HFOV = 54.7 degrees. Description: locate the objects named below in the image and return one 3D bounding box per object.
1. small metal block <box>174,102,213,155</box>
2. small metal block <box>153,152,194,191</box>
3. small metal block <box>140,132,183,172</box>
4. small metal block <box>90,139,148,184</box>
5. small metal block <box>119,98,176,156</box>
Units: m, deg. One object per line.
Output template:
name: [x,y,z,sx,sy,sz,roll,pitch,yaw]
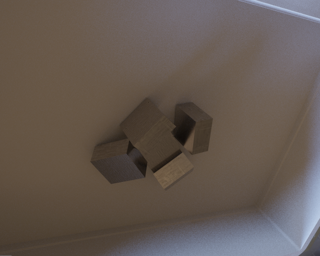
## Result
small metal block: [0.043,0.000,0.415,0.025,0.050,0.050,-12,123,-24]
small metal block: [0.020,0.063,0.442,0.050,0.025,0.050,-36,166,-5]
small metal block: [-0.004,0.026,0.421,0.050,0.025,0.050,-36,130,-4]
small metal block: [-0.051,0.043,0.392,0.050,0.025,0.050,-14,133,20]
small metal block: [-0.016,-0.002,0.381,0.050,0.050,0.025,-45,129,3]
